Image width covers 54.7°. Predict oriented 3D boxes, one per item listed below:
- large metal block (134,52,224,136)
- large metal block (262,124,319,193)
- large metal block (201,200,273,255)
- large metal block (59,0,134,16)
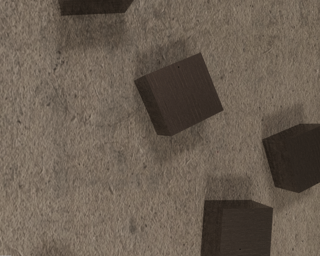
[{"bbox_3d":[0.024,-0.043,0.406,0.081,0.050,0.080,-26,99,-18],"label":"large metal block"},{"bbox_3d":[0.215,0.043,0.478,0.081,0.050,0.080,-20,97,-19],"label":"large metal block"},{"bbox_3d":[0.108,0.147,0.437,0.081,0.050,0.080,5,89,-20],"label":"large metal block"},{"bbox_3d":[-0.081,-0.183,0.366,0.081,0.050,0.079,-11,94,-20],"label":"large metal block"}]
